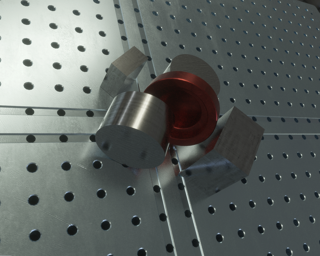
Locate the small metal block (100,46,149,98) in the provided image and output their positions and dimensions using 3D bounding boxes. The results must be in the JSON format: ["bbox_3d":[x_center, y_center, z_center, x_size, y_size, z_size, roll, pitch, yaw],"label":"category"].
[{"bbox_3d":[-0.048,-0.074,0.413,0.025,0.050,0.050,41,51,-1],"label":"small metal block"}]

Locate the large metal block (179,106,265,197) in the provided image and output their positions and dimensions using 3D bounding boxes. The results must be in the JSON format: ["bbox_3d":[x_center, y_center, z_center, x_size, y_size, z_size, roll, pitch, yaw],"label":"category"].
[{"bbox_3d":[0.080,0.031,0.399,0.050,0.080,0.080,37,51,-4],"label":"large metal block"}]

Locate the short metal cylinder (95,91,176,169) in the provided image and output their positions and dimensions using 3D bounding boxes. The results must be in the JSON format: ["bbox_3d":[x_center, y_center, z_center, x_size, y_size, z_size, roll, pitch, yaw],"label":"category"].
[{"bbox_3d":[-0.027,0.004,0.357,0.080,0.080,0.050,28,52,-12],"label":"short metal cylinder"}]

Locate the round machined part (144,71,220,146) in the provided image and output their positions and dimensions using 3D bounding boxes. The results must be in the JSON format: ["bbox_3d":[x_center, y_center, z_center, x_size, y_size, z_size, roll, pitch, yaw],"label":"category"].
[{"bbox_3d":[0.027,-0.028,0.395,0.098,0.097,0.042,36,39,-5],"label":"round machined part"}]

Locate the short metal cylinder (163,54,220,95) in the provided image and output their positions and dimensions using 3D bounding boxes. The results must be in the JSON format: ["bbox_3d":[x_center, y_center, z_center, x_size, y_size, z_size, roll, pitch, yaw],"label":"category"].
[{"bbox_3d":[0.040,-0.060,0.451,0.081,0.050,0.080,14,56,-21],"label":"short metal cylinder"}]
